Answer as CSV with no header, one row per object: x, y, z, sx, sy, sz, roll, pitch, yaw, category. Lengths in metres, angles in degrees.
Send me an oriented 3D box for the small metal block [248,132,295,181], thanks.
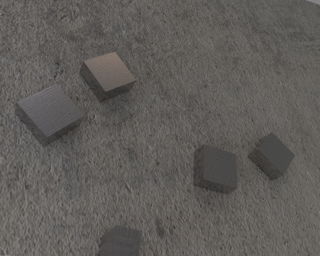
0.169,0.042,0.468,0.050,0.025,0.050,46,51,4,small metal block

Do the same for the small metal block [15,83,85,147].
-0.123,-0.015,0.347,0.050,0.025,0.050,48,51,5,small metal block

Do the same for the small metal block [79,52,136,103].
-0.069,-0.068,0.408,0.050,0.025,0.050,-29,78,-37,small metal block

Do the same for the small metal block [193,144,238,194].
0.073,0.055,0.409,0.050,0.025,0.050,18,55,-18,small metal block

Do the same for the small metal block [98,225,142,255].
-0.041,0.124,0.290,0.025,0.050,0.050,19,54,-17,small metal block
